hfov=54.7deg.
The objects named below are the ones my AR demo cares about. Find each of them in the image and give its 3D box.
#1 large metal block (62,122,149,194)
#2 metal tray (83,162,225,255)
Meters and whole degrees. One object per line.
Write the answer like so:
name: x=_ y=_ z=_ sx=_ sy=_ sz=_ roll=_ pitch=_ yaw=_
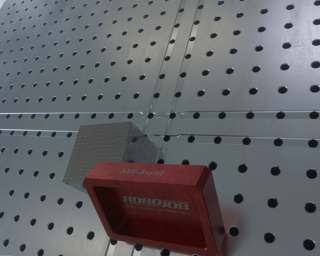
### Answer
large metal block: x=-0.068 y=0.041 z=0.403 sx=0.080 sy=0.050 sz=0.080 roll=-4 pitch=60 yaw=26
metal tray: x=-0.006 y=0.081 z=0.318 sx=0.130 sy=0.089 sz=0.030 roll=-1 pitch=30 yaw=27
